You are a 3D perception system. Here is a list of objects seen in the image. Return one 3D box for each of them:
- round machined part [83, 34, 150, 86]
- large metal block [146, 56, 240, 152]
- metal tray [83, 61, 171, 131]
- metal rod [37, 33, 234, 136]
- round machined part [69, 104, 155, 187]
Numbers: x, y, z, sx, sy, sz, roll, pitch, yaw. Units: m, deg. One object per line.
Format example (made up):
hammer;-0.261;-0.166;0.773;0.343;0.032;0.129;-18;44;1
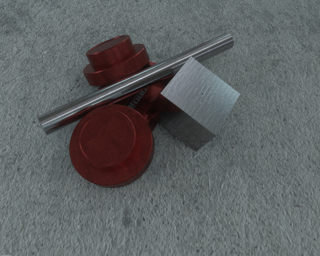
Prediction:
round machined part;-0.068;-0.103;0.454;0.098;0.042;0.098;-18;28;10
large metal block;0.043;-0.031;0.396;0.080;0.050;0.080;37;55;-2
metal tray;-0.036;-0.044;0.438;0.090;0.030;0.130;19;53;15
metal rod;-0.017;-0.069;0.424;0.302;0.025;0.025;-28;56;-22
round machined part;-0.057;0.017;0.356;0.099;0.042;0.098;-2;70;6
